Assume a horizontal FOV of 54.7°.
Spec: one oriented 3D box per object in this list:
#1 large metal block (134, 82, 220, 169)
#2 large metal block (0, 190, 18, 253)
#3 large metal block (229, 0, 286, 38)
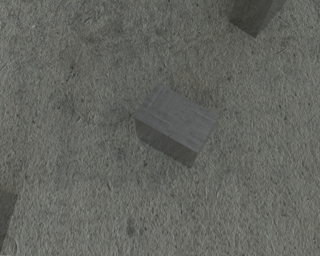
[{"bbox_3d":[0.019,0.000,0.379,0.080,0.080,0.050,30,73,10],"label":"large metal block"},{"bbox_3d":[-0.224,0.107,0.354,0.080,0.050,0.080,8,70,3],"label":"large metal block"},{"bbox_3d":[0.152,-0.194,0.451,0.050,0.080,0.080,38,74,12],"label":"large metal block"}]
